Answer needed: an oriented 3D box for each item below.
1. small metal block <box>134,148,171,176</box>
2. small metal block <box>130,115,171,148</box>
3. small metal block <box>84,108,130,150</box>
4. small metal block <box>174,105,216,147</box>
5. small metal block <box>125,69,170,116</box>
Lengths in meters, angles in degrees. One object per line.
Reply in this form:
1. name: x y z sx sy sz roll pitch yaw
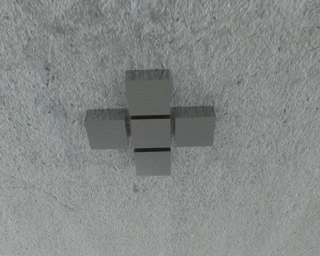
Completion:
1. small metal block: -0.010 0.043 0.446 0.050 0.025 0.050 -2 130 1
2. small metal block: -0.011 0.000 0.409 0.050 0.025 0.050 -1 130 0
3. small metal block: -0.068 0.002 0.409 0.050 0.025 0.050 -1 130 0
4. small metal block: 0.045 -0.002 0.408 0.050 0.025 0.050 -1 130 0
5. small metal block: -0.013 -0.043 0.372 0.050 0.025 0.050 -1 130 0
